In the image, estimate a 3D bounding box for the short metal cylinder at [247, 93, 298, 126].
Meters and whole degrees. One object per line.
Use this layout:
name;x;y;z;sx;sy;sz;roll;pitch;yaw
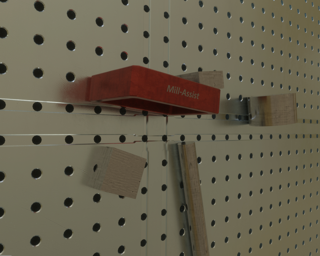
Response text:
short metal cylinder;0.195;-0.033;0.540;0.081;0.080;0.050;-10;97;-40

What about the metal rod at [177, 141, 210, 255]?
metal rod;0.058;0.168;0.460;0.025;0.025;0.298;-14;99;-39

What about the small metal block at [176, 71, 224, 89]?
small metal block;0.055;-0.065;0.441;0.050;0.050;0.025;-11;97;-40

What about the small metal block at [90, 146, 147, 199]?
small metal block;-0.049;0.053;0.370;0.050;0.025;0.050;25;74;-38

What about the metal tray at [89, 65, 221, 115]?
metal tray;-0.004;-0.038;0.365;0.131;0.090;0.030;8;85;-40
